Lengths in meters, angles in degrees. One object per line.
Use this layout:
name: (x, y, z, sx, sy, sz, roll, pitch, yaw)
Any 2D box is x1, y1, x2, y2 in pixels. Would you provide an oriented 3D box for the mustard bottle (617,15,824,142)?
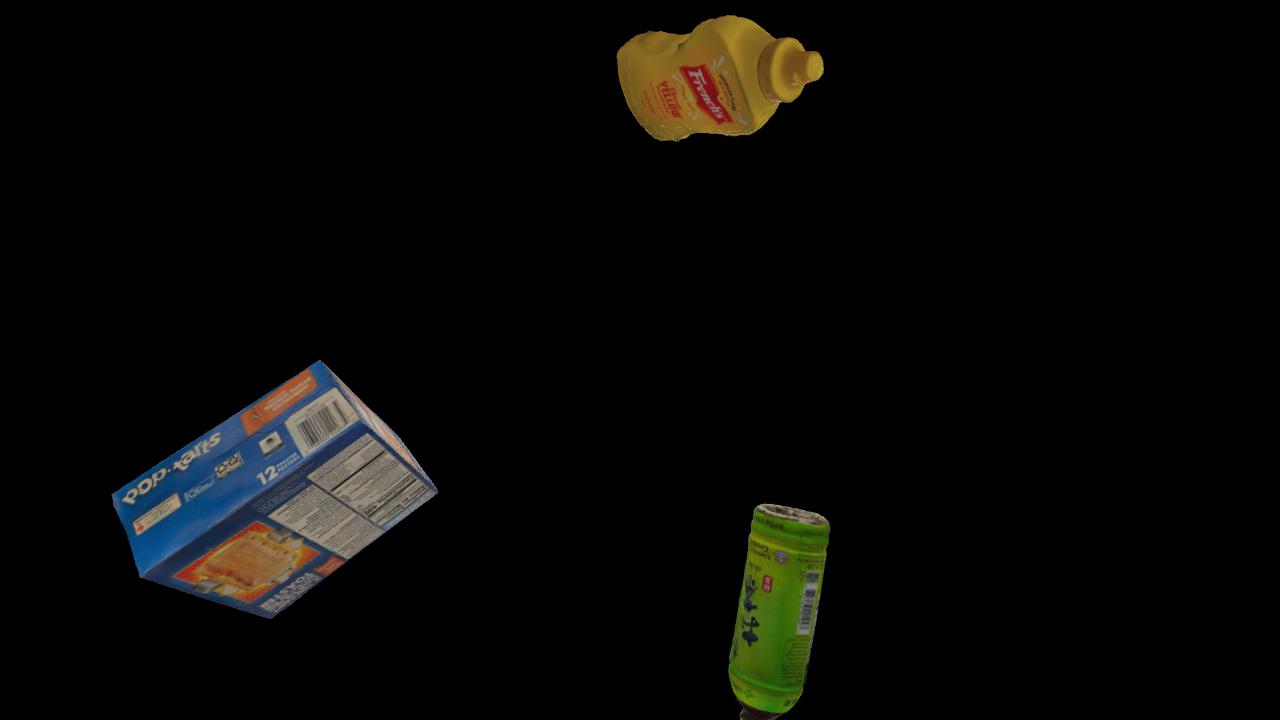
mustard bottle: (0.063, -0.222, 0.487, 0.054, 0.092, 0.184, -43, 37, -23)

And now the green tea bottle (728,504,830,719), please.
green tea bottle: (0.121, 0.241, 0.552, 0.073, 0.212, 0.073, 10, -5, 1)

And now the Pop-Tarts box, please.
Pop-Tarts box: (-0.278, 0.107, 0.494, 0.167, 0.083, 0.141, -37, -31, -15)
